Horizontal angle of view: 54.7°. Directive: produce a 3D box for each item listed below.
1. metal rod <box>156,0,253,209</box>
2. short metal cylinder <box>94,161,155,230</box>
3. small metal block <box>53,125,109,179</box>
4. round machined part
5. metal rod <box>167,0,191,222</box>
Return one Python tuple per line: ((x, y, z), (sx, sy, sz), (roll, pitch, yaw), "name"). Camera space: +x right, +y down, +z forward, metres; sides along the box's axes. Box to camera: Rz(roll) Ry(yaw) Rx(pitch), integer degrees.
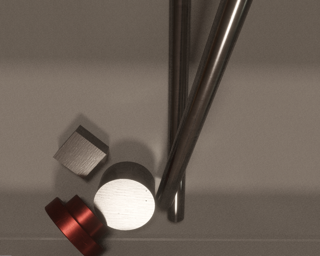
((0.036, -0.010, 0.337), (0.025, 0.025, 0.298), (12, 129, -5), "metal rod")
((-0.047, 0.094, 0.432), (0.081, 0.050, 0.079), (0, 110, -1), "short metal cylinder")
((-0.107, 0.033, 0.422), (0.050, 0.025, 0.050), (40, 105, -14), "small metal block")
((-0.109, 0.131, 0.428), (0.042, 0.098, 0.098), (-42, 108, -19), "round machined part")
((0.023, -0.008, 0.408), (0.025, 0.025, 0.298), (0, 110, 0), "metal rod")
